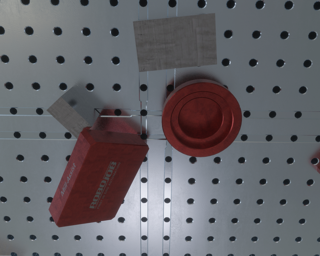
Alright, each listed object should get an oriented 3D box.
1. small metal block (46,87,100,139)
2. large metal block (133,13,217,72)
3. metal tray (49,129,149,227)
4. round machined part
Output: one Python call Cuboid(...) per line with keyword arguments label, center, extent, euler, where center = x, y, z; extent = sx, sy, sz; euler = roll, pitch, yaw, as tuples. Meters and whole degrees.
Cuboid(label="small metal block", center=(-0.108, -0.020, 0.392), extent=(0.025, 0.050, 0.050), euler=(-40, 105, 13))
Cuboid(label="large metal block", center=(0.016, -0.099, 0.348), extent=(0.080, 0.080, 0.050), euler=(-5, 110, 2))
Cuboid(label="metal tray", center=(-0.080, 0.067, 0.408), extent=(0.091, 0.030, 0.129), euler=(8, 116, -45))
Cuboid(label="round machined part", center=(0.052, -0.015, 0.399), extent=(0.099, 0.042, 0.097), euler=(0, 110, 0))
